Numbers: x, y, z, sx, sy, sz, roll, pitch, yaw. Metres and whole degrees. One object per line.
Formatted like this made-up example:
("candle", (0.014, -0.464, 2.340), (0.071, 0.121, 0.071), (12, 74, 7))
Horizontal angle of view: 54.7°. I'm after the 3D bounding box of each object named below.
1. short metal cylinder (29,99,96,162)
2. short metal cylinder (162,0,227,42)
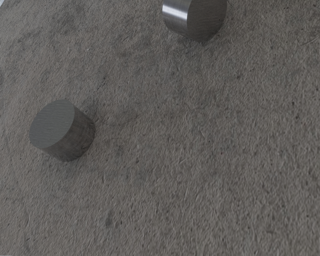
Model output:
("short metal cylinder", (-0.145, 0.004, 0.461), (0.080, 0.050, 0.080), (-13, 56, 21))
("short metal cylinder", (0.051, -0.170, 0.447), (0.080, 0.080, 0.050), (-49, 52, -6))
